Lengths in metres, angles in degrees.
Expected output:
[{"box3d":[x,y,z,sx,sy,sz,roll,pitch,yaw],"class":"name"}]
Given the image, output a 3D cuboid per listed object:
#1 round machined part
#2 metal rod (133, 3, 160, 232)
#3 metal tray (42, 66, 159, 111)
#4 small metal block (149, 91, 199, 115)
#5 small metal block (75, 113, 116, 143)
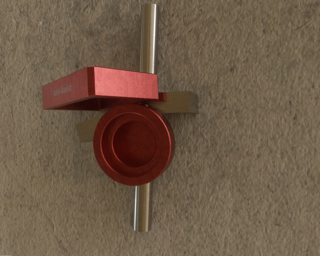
[{"box3d":[-0.028,0.018,0.381,0.098,0.042,0.097,1,94,17],"class":"round machined part"},{"box3d":[-0.018,-0.013,0.416,0.025,0.025,0.298,2,91,19],"class":"metal rod"},{"box3d":[-0.076,-0.043,0.377,0.130,0.091,0.030,-5,87,49],"class":"metal tray"},{"box3d":[0.019,-0.030,0.390,0.050,0.050,0.025,-2,90,19],"class":"small metal block"},{"box3d":[-0.077,-0.001,0.423,0.050,0.050,0.025,-20,84,18],"class":"small metal block"}]
